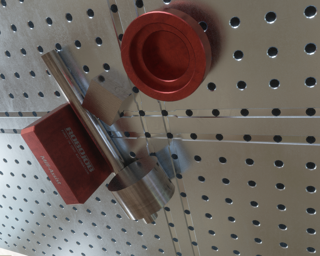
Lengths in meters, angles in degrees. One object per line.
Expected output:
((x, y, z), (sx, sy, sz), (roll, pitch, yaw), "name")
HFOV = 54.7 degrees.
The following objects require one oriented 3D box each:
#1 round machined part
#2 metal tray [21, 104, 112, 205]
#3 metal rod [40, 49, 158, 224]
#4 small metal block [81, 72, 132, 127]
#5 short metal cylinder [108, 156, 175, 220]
((0.010, -0.082, 0.343), (0.098, 0.042, 0.097), (13, 124, 20), "round machined part")
((-0.130, 0.036, 0.457), (0.030, 0.090, 0.129), (-14, 112, 33), "metal tray")
((-0.085, 0.023, 0.467), (0.025, 0.025, 0.299), (-18, 110, 35), "metal rod")
((-0.074, -0.039, 0.424), (0.050, 0.025, 0.050), (36, 129, 4), "small metal block")
((-0.026, 0.083, 0.439), (0.080, 0.080, 0.050), (-20, 108, 35), "short metal cylinder")
